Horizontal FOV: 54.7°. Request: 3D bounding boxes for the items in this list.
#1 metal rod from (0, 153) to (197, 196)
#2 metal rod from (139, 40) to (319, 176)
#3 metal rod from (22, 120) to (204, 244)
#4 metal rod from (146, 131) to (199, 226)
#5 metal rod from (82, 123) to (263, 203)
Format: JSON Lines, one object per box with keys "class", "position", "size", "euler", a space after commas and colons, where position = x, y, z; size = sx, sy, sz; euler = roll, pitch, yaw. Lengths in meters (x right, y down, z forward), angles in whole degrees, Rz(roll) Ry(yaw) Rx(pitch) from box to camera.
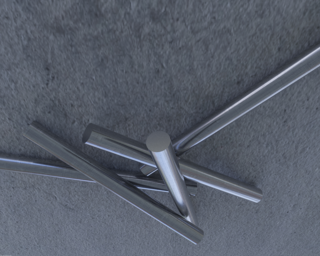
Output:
{"class": "metal rod", "position": [-0.092, 0.070, 0.465], "size": [0.302, 0.025, 0.025], "euler": [9, 130, -9]}
{"class": "metal rod", "position": [0.088, -0.019, 0.392], "size": [0.299, 0.025, 0.025], "euler": [-36, 122, 26]}
{"class": "metal rod", "position": [-0.056, 0.086, 0.446], "size": [0.301, 0.025, 0.025], "euler": [36, 121, -16]}
{"class": "metal rod", "position": [0.028, 0.094, 0.435], "size": [0.025, 0.025, 0.299], "euler": [-10, 146, 7]}
{"class": "metal rod", "position": [0.037, 0.057, 0.427], "size": [0.302, 0.025, 0.025], "euler": [23, 127, -30]}
